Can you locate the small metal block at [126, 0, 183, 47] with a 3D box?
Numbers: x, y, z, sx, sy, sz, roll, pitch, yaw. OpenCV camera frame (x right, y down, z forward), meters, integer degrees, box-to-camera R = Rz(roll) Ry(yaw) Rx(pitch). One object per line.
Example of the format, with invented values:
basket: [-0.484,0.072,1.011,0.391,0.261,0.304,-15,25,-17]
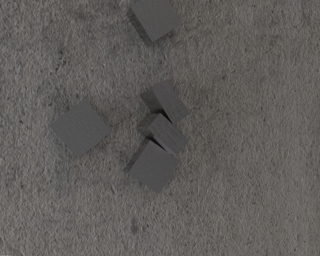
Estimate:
small metal block: [-0.008,-0.143,0.406,0.050,0.025,0.050,-37,102,-16]

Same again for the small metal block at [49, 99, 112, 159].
small metal block: [-0.096,0.001,0.373,0.050,0.025,0.050,-41,103,-15]

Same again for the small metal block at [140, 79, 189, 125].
small metal block: [0.005,-0.031,0.397,0.025,0.050,0.050,-36,102,-16]

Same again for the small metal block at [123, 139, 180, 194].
small metal block: [-0.011,0.050,0.405,0.050,0.025,0.050,37,78,-17]

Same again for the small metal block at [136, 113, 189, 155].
small metal block: [0.002,0.007,0.396,0.050,0.050,0.025,43,77,-15]
